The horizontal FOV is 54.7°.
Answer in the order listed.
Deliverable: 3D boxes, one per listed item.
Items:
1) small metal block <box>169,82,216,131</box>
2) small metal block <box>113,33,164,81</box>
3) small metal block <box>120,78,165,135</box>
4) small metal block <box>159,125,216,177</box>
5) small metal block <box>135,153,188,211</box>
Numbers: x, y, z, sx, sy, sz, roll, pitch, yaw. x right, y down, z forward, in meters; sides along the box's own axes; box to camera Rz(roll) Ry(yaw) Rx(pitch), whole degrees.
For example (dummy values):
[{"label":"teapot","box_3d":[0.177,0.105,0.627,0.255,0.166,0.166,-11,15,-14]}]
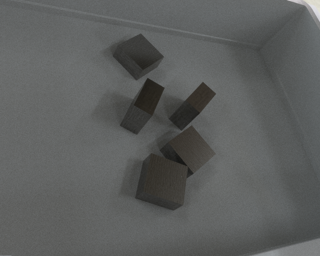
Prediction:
[{"label":"small metal block","box_3d":[0.045,-0.030,0.434,0.025,0.050,0.050,43,51,0]},{"label":"small metal block","box_3d":[-0.031,-0.105,0.454,0.050,0.025,0.050,46,51,3]},{"label":"small metal block","box_3d":[-0.023,-0.027,0.395,0.025,0.050,0.050,30,52,-10]},{"label":"small metal block","box_3d":[0.037,0.032,0.408,0.050,0.025,0.050,-33,81,-39]},{"label":"small metal block","box_3d":[0.003,0.064,0.369,0.050,0.025,0.050,22,54,-15]}]
